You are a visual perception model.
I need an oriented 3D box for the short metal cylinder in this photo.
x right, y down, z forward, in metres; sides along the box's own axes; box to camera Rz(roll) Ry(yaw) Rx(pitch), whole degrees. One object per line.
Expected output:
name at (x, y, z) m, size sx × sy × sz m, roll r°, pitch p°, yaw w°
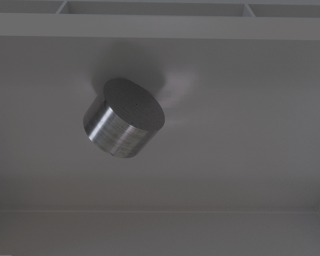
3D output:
short metal cylinder at (-0.042, -0.012, 0.362) m, size 0.080 × 0.080 × 0.050 m, roll 27°, pitch 125°, yaw -21°
